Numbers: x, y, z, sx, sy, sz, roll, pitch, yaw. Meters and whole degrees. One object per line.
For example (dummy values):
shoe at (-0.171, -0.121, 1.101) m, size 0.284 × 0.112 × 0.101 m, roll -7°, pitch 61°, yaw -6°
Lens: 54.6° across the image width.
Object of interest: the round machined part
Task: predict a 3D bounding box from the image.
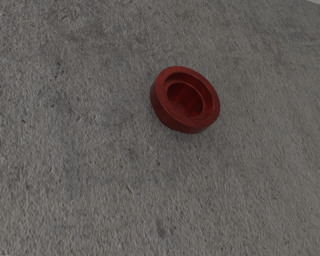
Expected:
round machined part at (0.031, -0.034, 0.430) m, size 0.099 × 0.042 × 0.098 m, roll 13°, pitch 56°, yaw -21°
